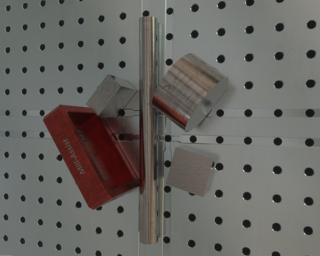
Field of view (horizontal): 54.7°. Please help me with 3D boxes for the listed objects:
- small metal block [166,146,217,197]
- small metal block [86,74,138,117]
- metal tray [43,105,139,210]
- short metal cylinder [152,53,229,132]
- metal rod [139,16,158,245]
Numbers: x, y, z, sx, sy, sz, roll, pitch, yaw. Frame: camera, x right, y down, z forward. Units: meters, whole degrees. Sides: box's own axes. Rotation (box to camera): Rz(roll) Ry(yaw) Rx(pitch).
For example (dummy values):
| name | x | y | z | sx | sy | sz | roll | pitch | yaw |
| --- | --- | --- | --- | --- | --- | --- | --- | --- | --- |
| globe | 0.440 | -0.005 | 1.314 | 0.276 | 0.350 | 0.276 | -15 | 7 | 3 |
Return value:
| name | x | y | z | sx | sy | sz | roll | pitch | yaw |
| --- | --- | --- | --- | --- | --- | --- | --- | --- | --- |
| small metal block | 0.041 | 0.055 | 0.398 | 0.050 | 0.025 | 0.050 | 16 | 95 | 19 |
| small metal block | -0.064 | -0.042 | 0.420 | 0.025 | 0.050 | 0.050 | 43 | 103 | 14 |
| metal tray | -0.086 | 0.033 | 0.406 | 0.030 | 0.090 | 0.130 | -34 | 79 | 17 |
| short metal cylinder | 0.036 | -0.041 | 0.370 | 0.050 | 0.080 | 0.080 | 39 | 102 | 15 |
| metal rod | -0.015 | 0.003 | 0.416 | 0.025 | 0.025 | 0.298 | 0 | 90 | 19 |
